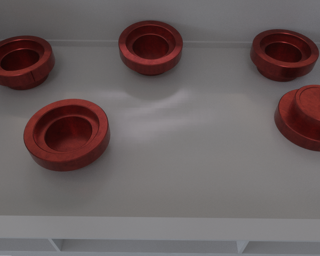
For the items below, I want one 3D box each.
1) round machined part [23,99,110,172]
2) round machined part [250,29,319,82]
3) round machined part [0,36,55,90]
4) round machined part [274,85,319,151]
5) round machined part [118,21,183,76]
[{"bbox_3d":[-0.111,0.013,0.383,0.099,0.042,0.098,0,50,0],"label":"round machined part"},{"bbox_3d":[0.191,-0.110,0.488,0.099,0.042,0.098,0,50,0],"label":"round machined part"},{"bbox_3d":[-0.210,-0.095,0.473,0.099,0.042,0.098,0,50,0],"label":"round machined part"},{"bbox_3d":[0.208,-0.020,0.412,0.099,0.042,0.098,0,50,0],"label":"round machined part"},{"bbox_3d":[-0.014,-0.121,0.490,0.099,0.042,0.098,1,58,-1],"label":"round machined part"}]
